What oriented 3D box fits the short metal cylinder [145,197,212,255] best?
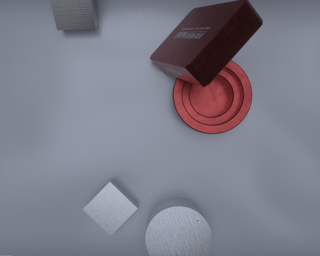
[{"bbox_3d":[0.022,0.134,0.399,0.081,0.050,0.079,0,90,-1],"label":"short metal cylinder"}]

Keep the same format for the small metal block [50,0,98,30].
[{"bbox_3d":[-0.110,-0.155,0.397,0.050,0.025,0.050,-2,129,-1],"label":"small metal block"}]

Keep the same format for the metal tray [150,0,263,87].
[{"bbox_3d":[0.045,-0.099,0.359,0.030,0.130,0.090,42,90,-25],"label":"metal tray"}]

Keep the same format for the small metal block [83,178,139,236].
[{"bbox_3d":[-0.064,0.104,0.411,0.050,0.025,0.050,44,90,-1],"label":"small metal block"}]

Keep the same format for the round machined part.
[{"bbox_3d":[0.065,-0.041,0.404,0.099,0.042,0.097,0,90,-1],"label":"round machined part"}]
